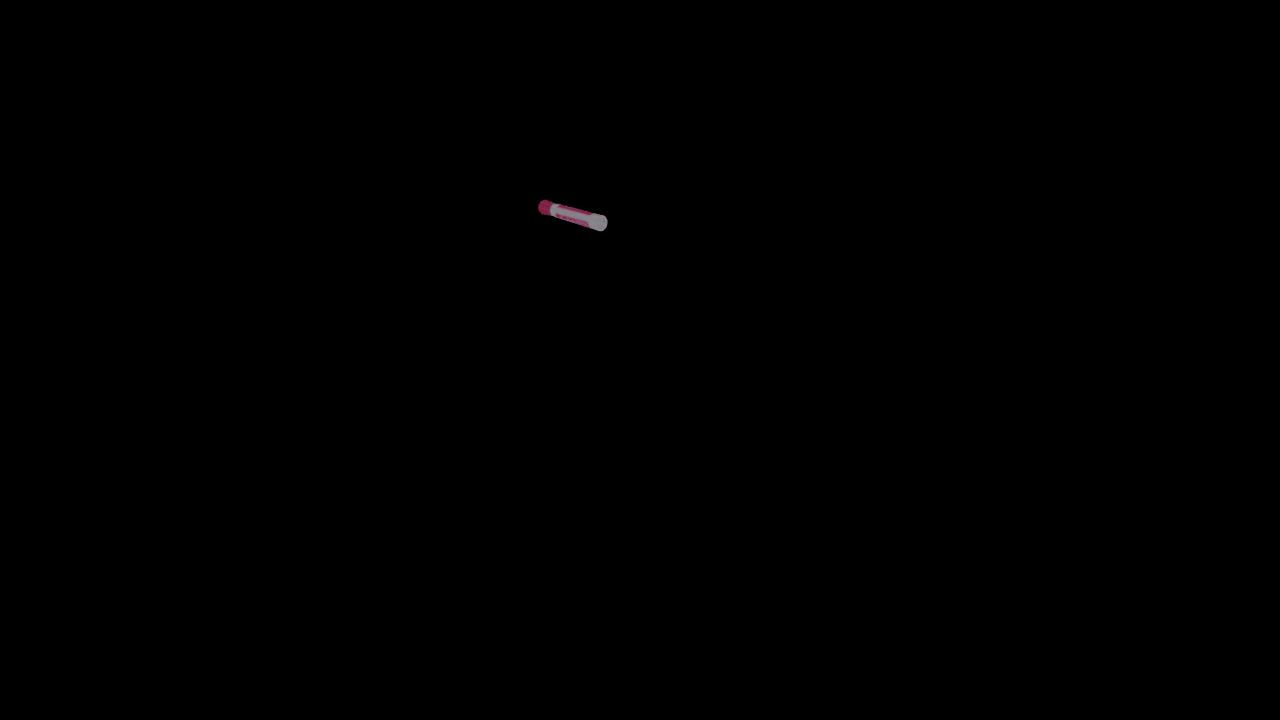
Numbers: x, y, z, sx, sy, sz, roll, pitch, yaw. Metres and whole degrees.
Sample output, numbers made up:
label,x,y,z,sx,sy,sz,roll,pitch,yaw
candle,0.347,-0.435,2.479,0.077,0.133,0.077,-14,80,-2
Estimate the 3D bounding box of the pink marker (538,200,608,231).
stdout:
label,x,y,z,sx,sy,sz,roll,pitch,yaw
pink marker,-0.086,-0.179,0.755,0.020,0.020,0.121,0,19,-47
